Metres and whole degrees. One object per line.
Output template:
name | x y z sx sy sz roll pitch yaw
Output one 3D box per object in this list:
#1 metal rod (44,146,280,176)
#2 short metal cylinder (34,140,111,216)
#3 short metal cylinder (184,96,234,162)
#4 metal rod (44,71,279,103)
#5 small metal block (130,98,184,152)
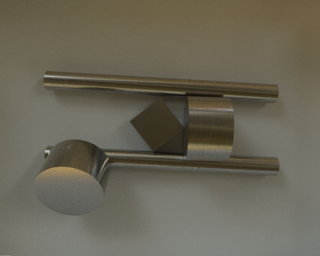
metal rod | 0.003 0.043 0.409 0.302 0.025 0.025 3 90 -1
short metal cylinder | -0.105 0.061 0.379 0.081 0.050 0.079 1 124 1
short metal cylinder | 0.057 0.001 0.383 0.050 0.080 0.079 2 90 0
metal rod | 0.002 -0.054 0.409 0.302 0.025 0.025 3 90 -1
small metal block | -0.004 -0.004 0.410 0.050 0.025 0.050 -38 91 0
